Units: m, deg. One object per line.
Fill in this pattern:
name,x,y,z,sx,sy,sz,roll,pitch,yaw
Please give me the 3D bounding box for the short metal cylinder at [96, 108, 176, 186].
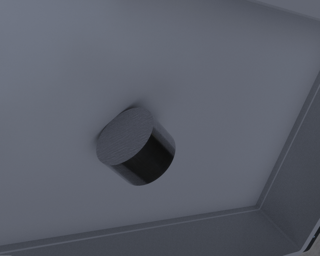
short metal cylinder,-0.029,0.022,0.372,0.080,0.080,0.050,-42,130,0
